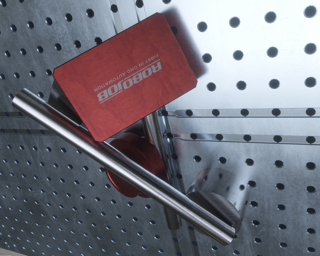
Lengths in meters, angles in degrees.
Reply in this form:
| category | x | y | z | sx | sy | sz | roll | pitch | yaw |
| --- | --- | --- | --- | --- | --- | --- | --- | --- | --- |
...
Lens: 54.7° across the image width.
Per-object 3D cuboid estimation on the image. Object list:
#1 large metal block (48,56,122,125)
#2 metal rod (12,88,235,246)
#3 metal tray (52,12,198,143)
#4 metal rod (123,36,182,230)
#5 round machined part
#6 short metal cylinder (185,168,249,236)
| category | x | y | z | sx | sy | sz | roll | pitch | yaw |
| --- | --- | --- | --- | --- | --- | --- | --- | --- | --- |
| large metal block | -0.097 | -0.039 | 0.402 | 0.050 | 0.080 | 0.079 | 36 | 129 | 4 |
| metal rod | -0.038 | 0.050 | 0.369 | 0.301 | 0.025 | 0.025 | 35 | 129 | -6 |
| metal tray | -0.036 | -0.055 | 0.341 | 0.131 | 0.030 | 0.090 | -31 | 105 | -6 |
| metal rod | -0.005 | 0.022 | 0.426 | 0.025 | 0.025 | 0.298 | 2 | 120 | 27 |
| round machined part | -0.041 | 0.059 | 0.436 | 0.098 | 0.042 | 0.097 | 27 | 134 | 32 |
| short metal cylinder | 0.075 | 0.101 | 0.418 | 0.080 | 0.050 | 0.079 | 13 | 124 | 20 |
